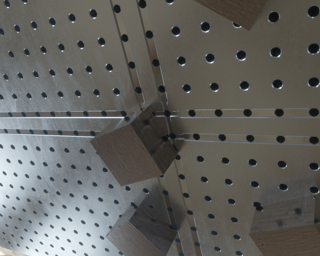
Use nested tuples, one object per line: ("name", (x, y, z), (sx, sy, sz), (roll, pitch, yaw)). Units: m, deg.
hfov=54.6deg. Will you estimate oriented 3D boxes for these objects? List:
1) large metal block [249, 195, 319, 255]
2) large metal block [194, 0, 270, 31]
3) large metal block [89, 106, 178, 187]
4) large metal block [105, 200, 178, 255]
("large metal block", (0.173, 0.139, 0.390), (0.080, 0.050, 0.080), (-26, 104, 37))
("large metal block", (0.068, -0.145, 0.269), (0.080, 0.050, 0.080), (32, 129, 7))
("large metal block", (-0.036, 0.027, 0.432), (0.080, 0.050, 0.080), (-22, 107, 36))
("large metal block", (-0.032, 0.180, 0.524), (0.080, 0.050, 0.080), (44, 129, -3))
